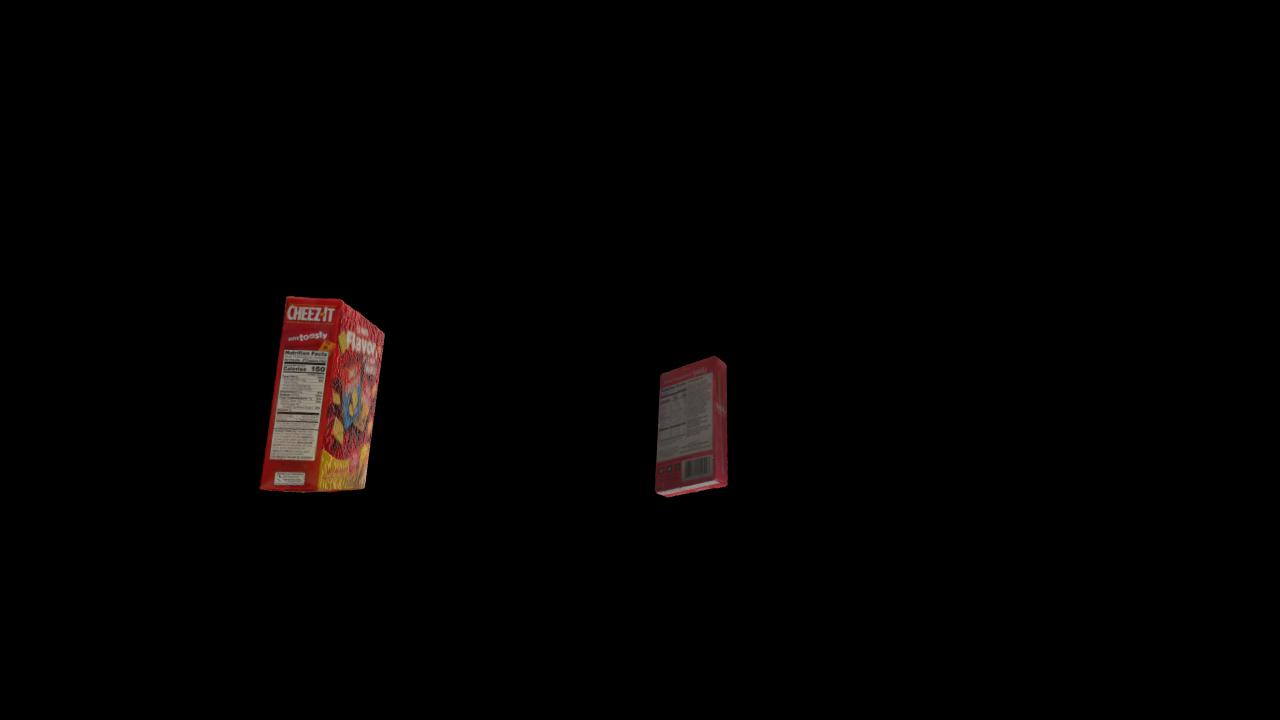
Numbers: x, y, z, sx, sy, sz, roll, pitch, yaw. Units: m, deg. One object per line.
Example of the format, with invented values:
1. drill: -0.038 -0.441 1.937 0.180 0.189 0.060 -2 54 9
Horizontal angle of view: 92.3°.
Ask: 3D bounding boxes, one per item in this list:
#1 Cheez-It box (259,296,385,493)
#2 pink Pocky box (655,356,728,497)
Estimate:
1. Cheez-It box: -0.385 0.049 0.763 0.071 0.223 0.166 3 -11 -6
2. pink Pocky box: 0.060 0.076 0.712 0.084 0.155 0.029 -20 -38 35
